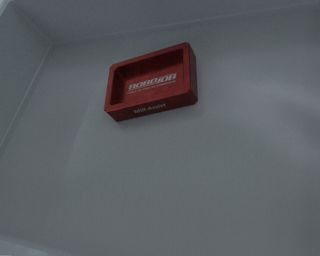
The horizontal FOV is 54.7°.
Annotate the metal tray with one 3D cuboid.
[{"bbox_3d":[-0.013,-0.065,0.448,0.130,0.030,0.090,-12,57,21],"label":"metal tray"}]
